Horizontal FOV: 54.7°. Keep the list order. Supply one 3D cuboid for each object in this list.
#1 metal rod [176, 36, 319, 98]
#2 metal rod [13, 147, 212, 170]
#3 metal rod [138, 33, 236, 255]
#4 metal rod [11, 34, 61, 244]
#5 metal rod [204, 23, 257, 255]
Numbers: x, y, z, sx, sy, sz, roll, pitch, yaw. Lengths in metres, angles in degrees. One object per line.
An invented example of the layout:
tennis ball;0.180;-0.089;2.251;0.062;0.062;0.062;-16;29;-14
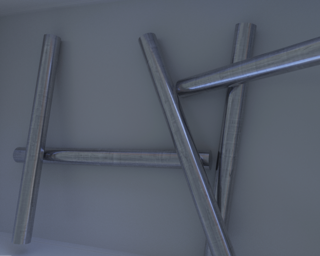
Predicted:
metal rod;0.132;-0.068;0.295;0.299;0.025;0.025;-10;87;46
metal rod;-0.079;0.041;0.437;0.301;0.025;0.025;0;90;19
metal rod;0.028;0.016;0.376;0.025;0.025;0.299;-24;73;18
metal rod;-0.177;0.011;0.448;0.025;0.025;0.298;3;82;19
metal rod;0.085;0.024;0.380;0.025;0.025;0.298;8;93;19
